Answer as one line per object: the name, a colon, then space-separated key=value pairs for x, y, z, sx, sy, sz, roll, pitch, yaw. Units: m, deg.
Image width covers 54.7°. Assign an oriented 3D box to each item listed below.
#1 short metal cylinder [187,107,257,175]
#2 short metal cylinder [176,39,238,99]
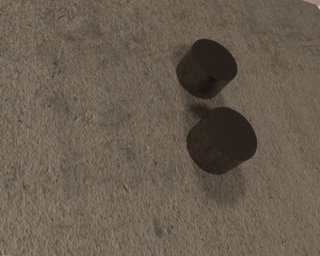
short metal cylinder: x=0.084 y=0.018 z=0.424 sx=0.081 sy=0.050 sz=0.080 roll=14 pitch=56 yaw=-21
short metal cylinder: x=0.073 y=-0.092 z=0.485 sx=0.081 sy=0.050 sz=0.080 roll=14 pitch=56 yaw=-21
